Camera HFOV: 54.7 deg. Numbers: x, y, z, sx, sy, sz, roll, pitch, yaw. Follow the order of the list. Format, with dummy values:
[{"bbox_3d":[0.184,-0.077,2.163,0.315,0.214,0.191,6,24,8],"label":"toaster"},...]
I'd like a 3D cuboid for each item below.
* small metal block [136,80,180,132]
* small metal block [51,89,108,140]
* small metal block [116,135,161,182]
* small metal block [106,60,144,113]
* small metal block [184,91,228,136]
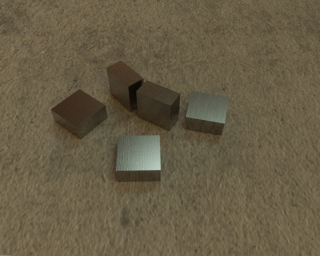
[{"bbox_3d":[-0.002,-0.029,0.411,0.050,0.050,0.025,24,54,19],"label":"small metal block"},{"bbox_3d":[-0.108,-0.019,0.418,0.050,0.025,0.050,31,56,23],"label":"small metal block"},{"bbox_3d":[-0.025,0.036,0.372,0.050,0.025,0.050,-1,50,-1],"label":"small metal block"},{"bbox_3d":[-0.048,-0.058,0.435,0.025,0.050,0.050,-33,58,-25],"label":"small metal block"},{"bbox_3d":[0.063,-0.021,0.421,0.050,0.025,0.050,10,51,8],"label":"small metal block"}]
